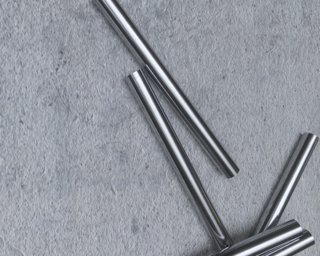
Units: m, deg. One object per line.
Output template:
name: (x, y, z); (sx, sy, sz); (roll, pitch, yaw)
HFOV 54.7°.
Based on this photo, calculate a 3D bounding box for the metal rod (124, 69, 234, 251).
metal rod: (0.035, 0.060, 0.421); (0.025, 0.025, 0.299); (-31, 100, -17)

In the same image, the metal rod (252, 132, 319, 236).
metal rod: (0.167, 0.140, 0.470); (0.025, 0.025, 0.300); (35, 79, -17)

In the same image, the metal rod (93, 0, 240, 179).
metal rod: (0.015, -0.051, 0.414); (0.025, 0.025, 0.300); (-41, 103, -15)

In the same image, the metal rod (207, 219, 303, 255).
metal rod: (0.053, 0.187, 0.408); (0.302, 0.025, 0.025); (-18, 96, -12)

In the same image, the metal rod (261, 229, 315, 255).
metal rod: (0.078, 0.211, 0.419); (0.302, 0.025, 0.025); (-21, 97, -12)
